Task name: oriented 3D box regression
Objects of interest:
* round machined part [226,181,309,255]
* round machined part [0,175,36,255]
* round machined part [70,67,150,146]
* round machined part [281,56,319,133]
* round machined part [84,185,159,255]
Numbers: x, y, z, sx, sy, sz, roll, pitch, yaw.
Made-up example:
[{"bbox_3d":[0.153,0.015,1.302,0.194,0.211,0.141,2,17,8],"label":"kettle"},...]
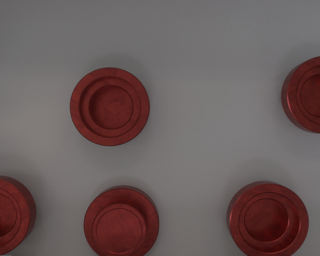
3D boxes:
[{"bbox_3d":[0.136,0.117,0.404,0.099,0.042,0.097,0,90,0],"label":"round machined part"},{"bbox_3d":[-0.209,0.110,0.401,0.099,0.042,0.097,0,90,0],"label":"round machined part"},{"bbox_3d":[-0.062,-0.026,0.402,0.099,0.042,0.097,0,90,0],"label":"round machined part"},{"bbox_3d":[0.207,-0.041,0.404,0.099,0.042,0.097,0,90,0],"label":"round machined part"},{"bbox_3d":[-0.050,0.127,0.402,0.099,0.042,0.097,0,90,0],"label":"round machined part"}]
